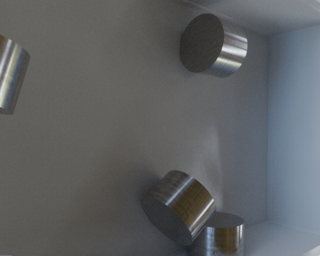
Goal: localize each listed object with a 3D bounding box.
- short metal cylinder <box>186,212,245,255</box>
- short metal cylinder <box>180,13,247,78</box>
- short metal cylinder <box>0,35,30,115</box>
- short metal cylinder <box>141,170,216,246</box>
[{"bbox_3d":[0.078,0.154,0.439,0.081,0.080,0.050,1,90,-40],"label":"short metal cylinder"},{"bbox_3d":[0.074,-0.113,0.435,0.050,0.080,0.080,4,88,-40],"label":"short metal cylinder"},{"bbox_3d":[-0.152,-0.046,0.244,0.080,0.080,0.050,20,78,-39],"label":"short metal cylinder"},{"bbox_3d":[0.023,0.101,0.393,0.050,0.080,0.080,-41,116,-32],"label":"short metal cylinder"}]
